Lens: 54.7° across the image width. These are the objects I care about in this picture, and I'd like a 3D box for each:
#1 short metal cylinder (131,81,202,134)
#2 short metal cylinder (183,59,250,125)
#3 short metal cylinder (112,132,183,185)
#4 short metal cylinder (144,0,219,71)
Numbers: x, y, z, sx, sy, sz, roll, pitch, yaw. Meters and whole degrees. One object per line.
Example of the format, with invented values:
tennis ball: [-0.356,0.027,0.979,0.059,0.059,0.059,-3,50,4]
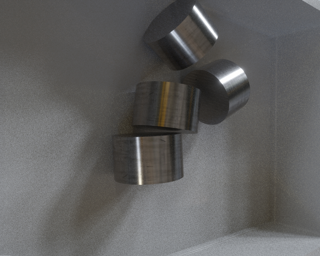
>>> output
short metal cylinder: [0.008,-0.023,0.377,0.081,0.080,0.050,10,84,-40]
short metal cylinder: [0.078,-0.051,0.435,0.050,0.080,0.080,-31,109,-36]
short metal cylinder: [-0.014,0.032,0.359,0.081,0.080,0.050,-5,93,-40]
short metal cylinder: [0.026,-0.119,0.392,0.050,0.080,0.080,43,64,-32]
